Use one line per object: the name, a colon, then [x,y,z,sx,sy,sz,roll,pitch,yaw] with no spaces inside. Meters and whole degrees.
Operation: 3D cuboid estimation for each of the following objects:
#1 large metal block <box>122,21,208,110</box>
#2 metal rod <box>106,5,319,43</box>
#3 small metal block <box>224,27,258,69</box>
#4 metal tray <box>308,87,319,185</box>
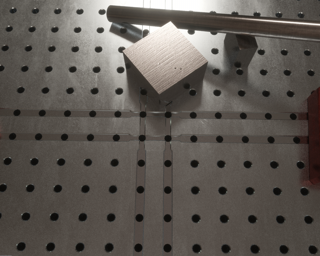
large metal block: [0.007,-0.086,0.430,0.080,0.050,0.080,-35,74,-12]
metal rod: [0.062,-0.145,0.424,0.301,0.025,0.025,13,70,20]
small metal block: [0.115,-0.121,0.444,0.025,0.050,0.050,-8,70,-3]
metal tray: [0.248,0.013,0.407,0.091,0.030,0.130,8,70,2]
